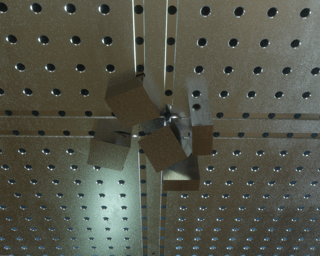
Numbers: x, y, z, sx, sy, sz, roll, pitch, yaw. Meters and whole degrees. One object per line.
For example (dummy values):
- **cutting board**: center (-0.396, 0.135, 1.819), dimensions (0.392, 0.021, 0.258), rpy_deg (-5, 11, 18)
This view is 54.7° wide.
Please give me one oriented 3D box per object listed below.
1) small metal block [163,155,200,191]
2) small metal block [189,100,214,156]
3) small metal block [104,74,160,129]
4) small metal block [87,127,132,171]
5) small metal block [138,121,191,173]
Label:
- **small metal block**: center (0.030, 0.063, 0.449), dimensions (0.050, 0.050, 0.025), rpy_deg (0, 132, -1)
- **small metal block**: center (0.052, 0.000, 0.396), dimensions (0.025, 0.050, 0.050), rpy_deg (-4, 130, 2)
- **small metal block**: center (-0.033, -0.032, 0.384), dimensions (0.050, 0.025, 0.050), rpy_deg (-19, 128, 14)
- **small metal block**: center (-0.072, 0.031, 0.437), dimensions (0.050, 0.025, 0.050), rpy_deg (14, 129, -13)
- **small metal block**: center (0.007, 0.025, 0.418), dimensions (0.050, 0.025, 0.050), rpy_deg (-31, 91, 22)
